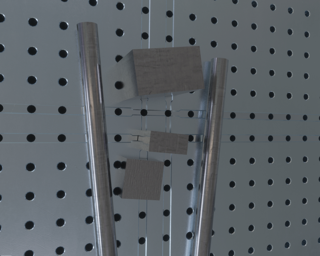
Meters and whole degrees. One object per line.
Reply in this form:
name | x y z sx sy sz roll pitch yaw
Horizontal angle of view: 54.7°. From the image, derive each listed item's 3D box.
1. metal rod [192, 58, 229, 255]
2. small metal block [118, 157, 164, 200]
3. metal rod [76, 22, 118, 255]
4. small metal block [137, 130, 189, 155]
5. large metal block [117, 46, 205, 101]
metal rod | 0.070 0.051 0.438 0.025 0.025 0.298 7 88 -20
small metal block | -0.025 0.066 0.404 0.050 0.025 0.050 8 87 -20
metal rod | -0.077 0.022 0.384 0.025 0.025 0.298 -5 92 -20
small metal block | 0.003 0.018 0.401 0.050 0.050 0.025 7 88 -20
large metal block | -0.002 -0.065 0.383 0.081 0.080 0.050 -8 93 -20
